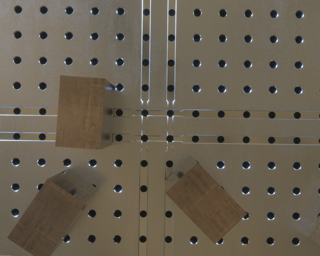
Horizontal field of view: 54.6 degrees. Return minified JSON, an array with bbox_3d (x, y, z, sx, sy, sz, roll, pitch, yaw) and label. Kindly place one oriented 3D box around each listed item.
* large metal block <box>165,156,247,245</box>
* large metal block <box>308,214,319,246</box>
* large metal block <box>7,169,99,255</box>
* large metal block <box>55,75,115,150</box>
[{"bbox_3d":[0.052,0.084,0.386,0.050,0.080,0.080,-44,90,0],"label":"large metal block"},{"bbox_3d":[0.258,0.133,0.403,0.080,0.050,0.080,28,90,0],"label":"large metal block"},{"bbox_3d":[-0.127,0.103,0.385,0.050,0.080,0.080,34,90,0],"label":"large metal block"},{"bbox_3d":[-0.089,-0.017,0.385,0.050,0.080,0.080,4,90,0],"label":"large metal block"}]
